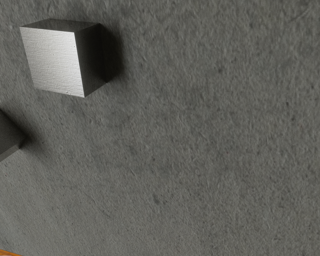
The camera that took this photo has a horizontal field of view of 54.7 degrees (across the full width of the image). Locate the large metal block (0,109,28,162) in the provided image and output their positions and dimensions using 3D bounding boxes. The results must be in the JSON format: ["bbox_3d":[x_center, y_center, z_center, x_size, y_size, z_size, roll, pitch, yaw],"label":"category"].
[{"bbox_3d":[-0.296,0.018,0.535,0.080,0.080,0.050,46,129,-4],"label":"large metal block"}]

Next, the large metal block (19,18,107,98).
[{"bbox_3d":[-0.120,-0.091,0.396,0.080,0.050,0.079,12,124,21],"label":"large metal block"}]
